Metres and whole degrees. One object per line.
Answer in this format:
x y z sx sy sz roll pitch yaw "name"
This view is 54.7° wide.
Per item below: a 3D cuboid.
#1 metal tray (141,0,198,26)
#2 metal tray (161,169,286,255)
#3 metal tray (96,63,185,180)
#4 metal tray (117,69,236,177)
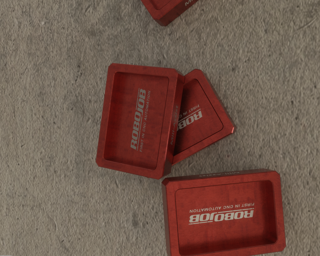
0.027 -0.207 0.396 0.130 0.030 0.090 -35 79 16 "metal tray"
0.071 0.097 0.349 0.131 0.030 0.089 -4 88 -9 "metal tray"
-0.025 -0.010 0.382 0.090 0.030 0.129 9 93 19 "metal tray"
0.019 -0.004 0.399 0.130 0.030 0.090 -31 80 17 "metal tray"
